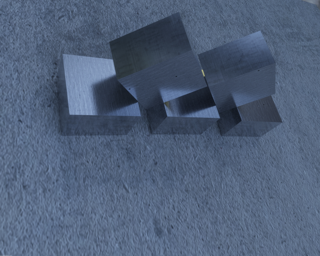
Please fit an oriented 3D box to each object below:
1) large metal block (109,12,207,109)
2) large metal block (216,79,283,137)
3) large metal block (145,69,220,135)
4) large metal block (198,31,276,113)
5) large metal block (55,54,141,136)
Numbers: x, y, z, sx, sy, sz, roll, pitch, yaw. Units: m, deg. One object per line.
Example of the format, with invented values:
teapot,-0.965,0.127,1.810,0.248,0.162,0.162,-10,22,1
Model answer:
large metal block,0.001,-0.071,0.351,0.080,0.080,0.050,45,27,-63
large metal block,0.130,-0.033,0.482,0.081,0.050,0.080,1,61,-28
large metal block,0.025,-0.037,0.427,0.081,0.050,0.080,1,62,-28
large metal block,0.103,-0.070,0.409,0.080,0.080,0.050,-19,64,12
large metal block,-0.077,-0.037,0.372,0.081,0.050,0.080,0,62,-29
